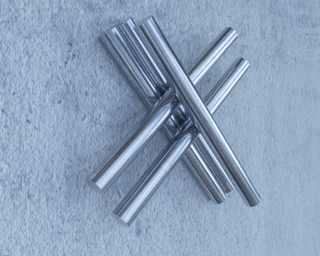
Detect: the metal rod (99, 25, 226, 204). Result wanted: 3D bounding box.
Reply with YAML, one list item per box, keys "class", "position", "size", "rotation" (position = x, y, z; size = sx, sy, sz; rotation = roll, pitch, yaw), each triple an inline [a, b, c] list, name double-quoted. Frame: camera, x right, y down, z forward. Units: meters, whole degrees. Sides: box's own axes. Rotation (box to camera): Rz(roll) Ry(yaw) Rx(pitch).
- class: "metal rod"
  position: [0.016, -0.001, 0.422]
  size: [0.025, 0.025, 0.299]
  rotation: [-50, 120, -29]

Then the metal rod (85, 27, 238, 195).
- class: "metal rod"
  position: [0.019, -0.040, 0.391]
  size: [0.301, 0.025, 0.025]
  rotation: [-49, 120, -29]

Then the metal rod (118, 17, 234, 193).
- class: "metal rod"
  position: [0.032, -0.015, 0.435]
  size: [0.025, 0.025, 0.299]
  rotation: [-50, 120, -29]

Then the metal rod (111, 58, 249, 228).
- class: "metal rod"
  position: [0.042, 0.001, 0.411]
  size: [0.301, 0.025, 0.025]
  rotation: [-49, 120, -29]

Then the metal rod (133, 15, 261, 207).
- class: "metal rod"
  position: [0.060, -0.003, 0.393]
  size: [0.025, 0.025, 0.299]
  rotation: [-51, 120, -28]
